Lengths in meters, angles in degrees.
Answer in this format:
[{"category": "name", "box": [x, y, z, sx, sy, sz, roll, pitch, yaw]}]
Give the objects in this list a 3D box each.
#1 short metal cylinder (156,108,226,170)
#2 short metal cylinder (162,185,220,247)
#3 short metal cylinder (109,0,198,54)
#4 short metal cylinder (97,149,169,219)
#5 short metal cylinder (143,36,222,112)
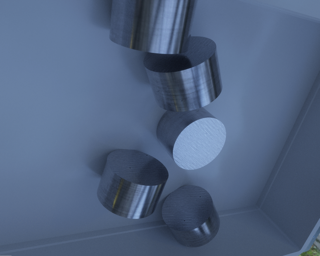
[{"category": "short metal cylinder", "box": [0.042, 0.010, 0.424, 0.081, 0.050, 0.079, -14, 124, -21]}, {"category": "short metal cylinder", "box": [0.049, 0.138, 0.488, 0.080, 0.080, 0.050, -31, 129, -9]}, {"category": "short metal cylinder", "box": [-0.007, -0.109, 0.303, 0.081, 0.080, 0.050, -5, 121, -26]}, {"category": "short metal cylinder", "box": [-0.035, 0.070, 0.398, 0.081, 0.080, 0.050, 6, 116, -32]}, {"category": "short metal cylinder", "box": [0.027, -0.062, 0.351, 0.080, 0.080, 0.050, -27, 128, -12]}]
